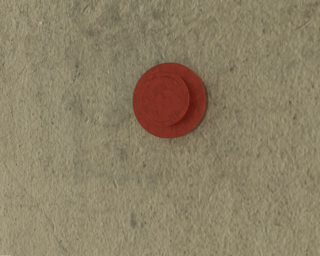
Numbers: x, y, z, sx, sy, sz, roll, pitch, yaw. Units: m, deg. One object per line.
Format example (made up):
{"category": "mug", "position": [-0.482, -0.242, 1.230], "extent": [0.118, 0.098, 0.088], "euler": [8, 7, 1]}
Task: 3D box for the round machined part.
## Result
{"category": "round machined part", "position": [0.009, -0.035, 0.396], "extent": [0.098, 0.042, 0.097], "euler": [0, 90, 19]}
